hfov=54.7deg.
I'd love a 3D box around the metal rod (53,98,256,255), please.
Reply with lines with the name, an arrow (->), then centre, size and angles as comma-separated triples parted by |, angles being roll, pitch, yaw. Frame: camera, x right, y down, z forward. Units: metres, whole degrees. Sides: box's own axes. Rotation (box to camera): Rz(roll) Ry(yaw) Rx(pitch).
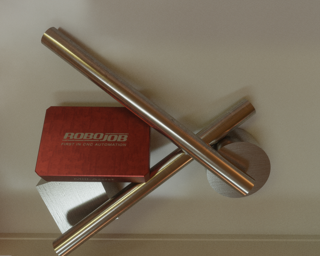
metal rod -> -0.005, 0.061, 0.393 | 0.301, 0.025, 0.025 | -37, 107, -3

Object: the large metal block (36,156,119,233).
large metal block -> -0.106, 0.088, 0.424 | 0.080, 0.050, 0.080 | -18, 109, 6

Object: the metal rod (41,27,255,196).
metal rod -> -0.014, -0.019, 0.371 | 0.301, 0.025, 0.025 | 37, 106, 0

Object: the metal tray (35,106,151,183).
metal tray -> -0.078, 0.020, 0.384 | 0.131, 0.030, 0.090 | 1, 66, 0

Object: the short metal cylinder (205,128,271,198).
short metal cylinder -> 0.099, 0.045, 0.414 | 0.081, 0.050, 0.079 | 0, 110, -1
